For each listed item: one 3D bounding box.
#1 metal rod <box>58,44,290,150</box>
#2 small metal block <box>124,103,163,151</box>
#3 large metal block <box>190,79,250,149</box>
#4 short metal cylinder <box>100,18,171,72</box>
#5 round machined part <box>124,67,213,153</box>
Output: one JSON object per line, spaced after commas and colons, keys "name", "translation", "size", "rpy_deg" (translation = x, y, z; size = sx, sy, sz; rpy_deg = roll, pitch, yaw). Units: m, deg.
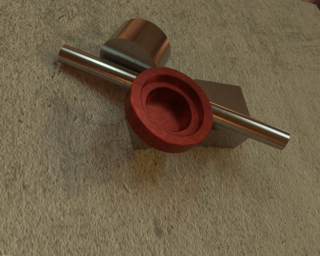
{"name": "metal rod", "translation": [0.016, -0.039, 0.391], "size": [0.301, 0.025, 0.025], "rpy_deg": [22, 52, 2]}
{"name": "small metal block", "translation": [-0.019, -0.006, 0.384], "size": [0.025, 0.050, 0.050], "rpy_deg": [-2, 63, -30]}
{"name": "large metal block", "translation": [0.080, -0.018, 0.446], "size": [0.081, 0.050, 0.080], "rpy_deg": [4, 60, -27]}
{"name": "short metal cylinder", "translation": [-0.032, -0.097, 0.413], "size": [0.080, 0.080, 0.050], "rpy_deg": [33, 51, -8]}
{"name": "round machined part", "translation": [0.006, -0.016, 0.346], "size": [0.099, 0.042, 0.098], "rpy_deg": [13, 57, -22]}
